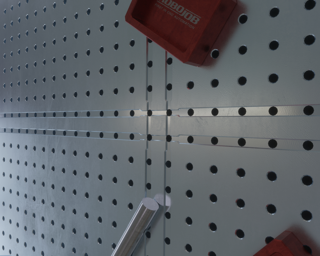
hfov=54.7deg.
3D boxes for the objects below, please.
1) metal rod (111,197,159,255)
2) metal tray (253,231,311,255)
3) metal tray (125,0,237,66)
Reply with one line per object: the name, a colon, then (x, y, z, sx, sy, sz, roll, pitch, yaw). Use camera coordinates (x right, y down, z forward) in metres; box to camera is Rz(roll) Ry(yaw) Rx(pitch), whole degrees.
metal rod: (-0.078, 0.226, 0.473, 0.025, 0.025, 0.298, 42, 115, 32)
metal tray: (0.111, 0.180, 0.314, 0.090, 0.030, 0.129, 52, 120, 27)
metal tray: (0.019, -0.148, 0.389, 0.130, 0.030, 0.089, 43, 116, 31)
